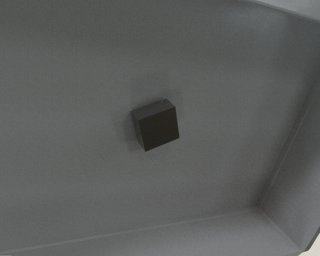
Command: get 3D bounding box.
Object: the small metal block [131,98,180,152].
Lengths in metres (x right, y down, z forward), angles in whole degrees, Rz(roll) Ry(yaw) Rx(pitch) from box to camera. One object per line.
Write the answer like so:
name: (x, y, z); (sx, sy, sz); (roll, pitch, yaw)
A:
small metal block: (-0.005, -0.004, 0.400); (0.050, 0.025, 0.050); (-21, 127, -16)
